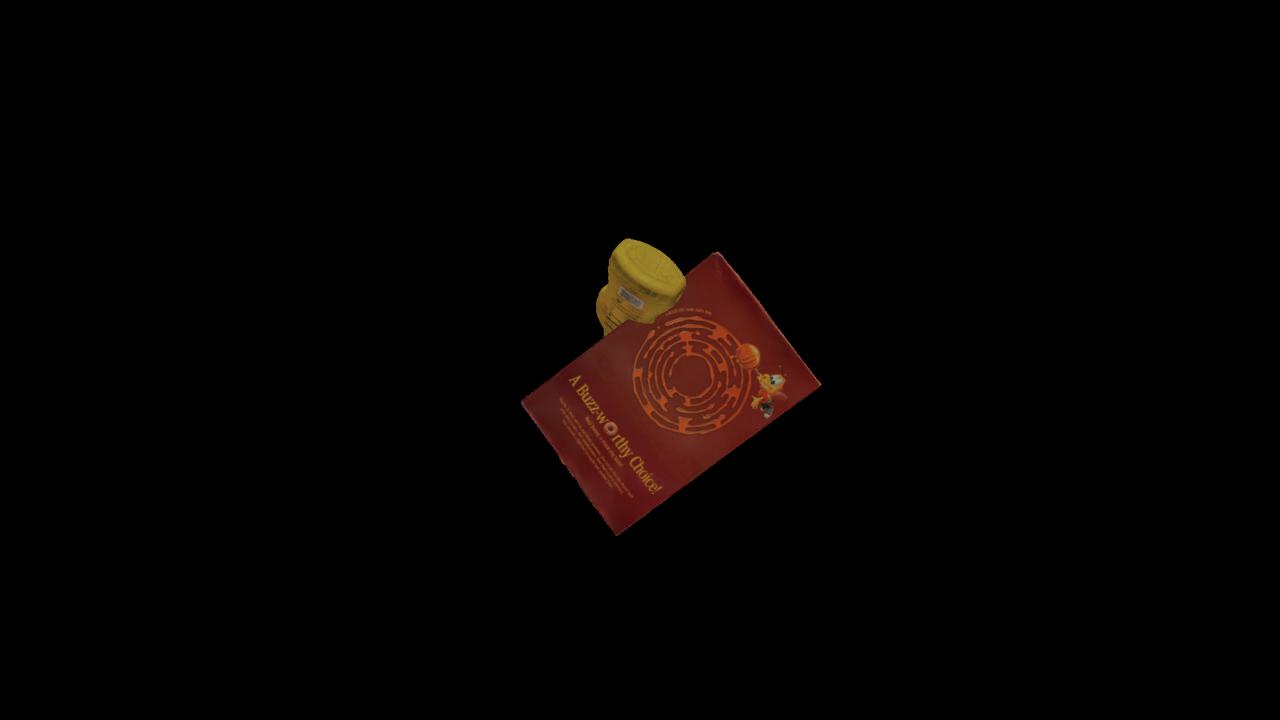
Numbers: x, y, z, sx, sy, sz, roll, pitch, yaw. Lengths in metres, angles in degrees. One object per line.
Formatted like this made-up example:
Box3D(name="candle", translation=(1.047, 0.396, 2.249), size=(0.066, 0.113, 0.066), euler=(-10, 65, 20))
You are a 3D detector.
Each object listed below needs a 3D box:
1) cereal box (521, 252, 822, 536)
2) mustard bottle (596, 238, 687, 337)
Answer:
Box3D(name="cereal box", translation=(0.036, 0.040, 0.757), size=(0.306, 0.203, 0.081), euler=(-38, -5, 3))
Box3D(name="mustard bottle", translation=(-0.011, -0.063, 0.755), size=(0.092, 0.054, 0.184), euler=(31, -31, 1))
